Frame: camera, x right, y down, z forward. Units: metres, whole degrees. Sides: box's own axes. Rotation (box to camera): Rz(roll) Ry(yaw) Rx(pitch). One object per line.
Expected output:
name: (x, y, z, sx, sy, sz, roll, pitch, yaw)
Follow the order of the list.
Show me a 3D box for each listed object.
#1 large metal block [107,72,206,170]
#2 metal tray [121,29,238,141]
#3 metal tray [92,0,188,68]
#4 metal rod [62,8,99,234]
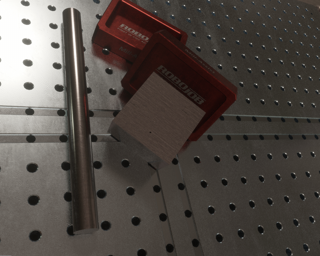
large metal block: (-0.005, -0.007, 0.381, 0.080, 0.050, 0.080, 38, 69, -3)
metal tray: (0.025, -0.054, 0.411, 0.130, 0.090, 0.030, 38, 29, -3)
metal tray: (-0.027, -0.140, 0.477, 0.131, 0.030, 0.090, 26, 52, -13)
metal rod: (-0.099, -0.029, 0.373, 0.025, 0.025, 0.299, 3, 60, -27)
